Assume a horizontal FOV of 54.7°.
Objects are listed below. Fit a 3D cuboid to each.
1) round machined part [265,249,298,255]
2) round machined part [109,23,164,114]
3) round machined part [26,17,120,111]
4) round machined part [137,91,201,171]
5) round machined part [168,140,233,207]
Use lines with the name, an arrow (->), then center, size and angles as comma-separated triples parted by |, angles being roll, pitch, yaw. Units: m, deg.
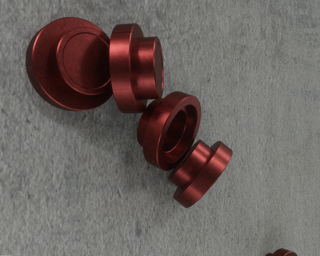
round machined part -> 0.223, 0.277, 0.585 | 0.099, 0.042, 0.097 | 0, 90, -40
round machined part -> -0.021, -0.065, 0.343 | 0.098, 0.042, 0.097 | -3, 91, -81
round machined part -> -0.083, -0.067, 0.325 | 0.099, 0.042, 0.097 | 0, 90, -40
round machined part -> 0.008, 0.001, 0.386 | 0.099, 0.042, 0.097 | -39, 141, -41
round machined part -> 0.048, 0.054, 0.411 | 0.042, 0.098, 0.098 | 39, 61, 3
